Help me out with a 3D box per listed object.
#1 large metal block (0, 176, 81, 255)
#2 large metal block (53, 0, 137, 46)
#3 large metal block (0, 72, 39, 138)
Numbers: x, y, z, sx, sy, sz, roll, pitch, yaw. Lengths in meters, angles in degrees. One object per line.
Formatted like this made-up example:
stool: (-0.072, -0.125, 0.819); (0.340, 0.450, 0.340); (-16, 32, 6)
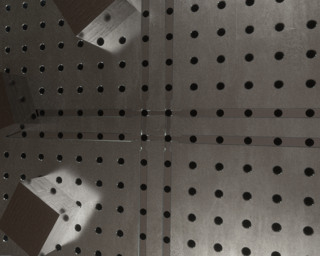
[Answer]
large metal block: (-0.179, 0.131, 0.461); (0.080, 0.050, 0.080); (32, 100, 16)
large metal block: (-0.094, -0.177, 0.431); (0.080, 0.050, 0.080); (-36, 79, 16)
large metal block: (-0.248, -0.032, 0.485); (0.080, 0.050, 0.080); (-19, 84, 18)
